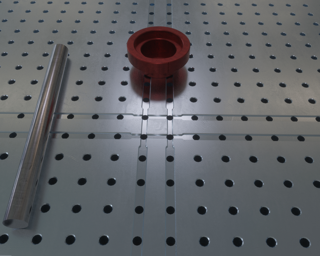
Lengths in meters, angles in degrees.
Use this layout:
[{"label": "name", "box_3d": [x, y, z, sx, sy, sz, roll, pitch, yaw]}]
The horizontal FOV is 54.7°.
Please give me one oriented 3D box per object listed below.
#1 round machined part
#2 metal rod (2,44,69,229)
[{"label": "round machined part", "box_3d": [-0.002, -0.117, 0.495, 0.099, 0.042, 0.098, 0, 50, 0]}, {"label": "metal rod", "box_3d": [-0.158, -0.015, 0.418, 0.025, 0.025, 0.300, -2, 50, -2]}]
